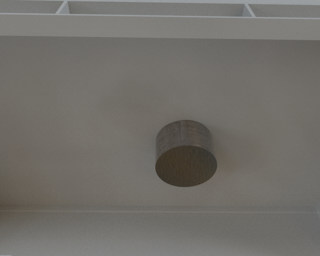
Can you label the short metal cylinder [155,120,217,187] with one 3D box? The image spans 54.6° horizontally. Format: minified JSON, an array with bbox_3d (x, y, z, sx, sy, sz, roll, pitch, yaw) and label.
[{"bbox_3d":[0.034,0.036,0.423,0.080,0.050,0.080,0,130,0],"label":"short metal cylinder"}]
